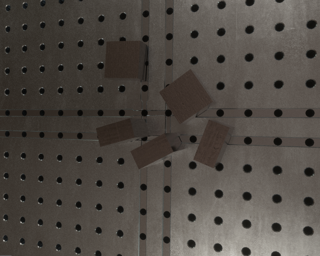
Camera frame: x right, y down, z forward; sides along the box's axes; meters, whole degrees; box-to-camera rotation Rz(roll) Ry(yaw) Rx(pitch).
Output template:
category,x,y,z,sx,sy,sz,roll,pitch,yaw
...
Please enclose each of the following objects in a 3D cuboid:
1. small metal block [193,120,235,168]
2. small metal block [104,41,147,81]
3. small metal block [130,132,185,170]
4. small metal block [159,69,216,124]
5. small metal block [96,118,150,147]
category,x,y,z,sx,sy,sz,roll,pitch,yaw
small metal block,0.067,0.018,0.375,0.025,0.050,0.050,23,98,18
small metal block,-0.047,-0.092,0.428,0.050,0.025,0.050,4,91,19
small metal block,-0.002,0.029,0.399,0.050,0.050,0.025,-29,81,17
small metal block,0.036,-0.039,0.399,0.050,0.025,0.050,-35,79,16
small metal block,-0.049,0.006,0.415,0.050,0.050,0.025,-16,85,19
